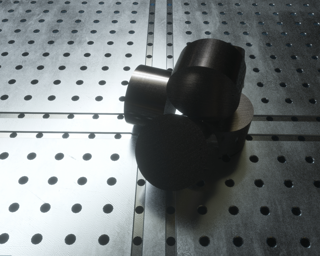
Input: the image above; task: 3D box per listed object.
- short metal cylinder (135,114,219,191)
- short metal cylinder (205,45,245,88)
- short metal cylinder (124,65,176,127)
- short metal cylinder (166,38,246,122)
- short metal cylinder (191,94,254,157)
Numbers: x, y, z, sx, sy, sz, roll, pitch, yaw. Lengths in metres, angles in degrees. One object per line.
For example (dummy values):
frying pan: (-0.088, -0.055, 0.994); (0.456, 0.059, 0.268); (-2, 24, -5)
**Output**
short metal cylinder: (0.020, 0.026, 0.342); (0.080, 0.050, 0.080); (-1, 87, 23)
short metal cylinder: (0.076, -0.081, 0.431); (0.080, 0.080, 0.050); (2, 90, 1)
short metal cylinder: (-0.008, -0.038, 0.403); (0.050, 0.080, 0.080); (15, 52, 12)
short metal cylinder: (0.053, -0.053, 0.350); (0.080, 0.080, 0.050); (14, 51, 11)
short metal cylinder: (0.074, -0.009, 0.398); (0.081, 0.050, 0.080); (0, 49, 0)
